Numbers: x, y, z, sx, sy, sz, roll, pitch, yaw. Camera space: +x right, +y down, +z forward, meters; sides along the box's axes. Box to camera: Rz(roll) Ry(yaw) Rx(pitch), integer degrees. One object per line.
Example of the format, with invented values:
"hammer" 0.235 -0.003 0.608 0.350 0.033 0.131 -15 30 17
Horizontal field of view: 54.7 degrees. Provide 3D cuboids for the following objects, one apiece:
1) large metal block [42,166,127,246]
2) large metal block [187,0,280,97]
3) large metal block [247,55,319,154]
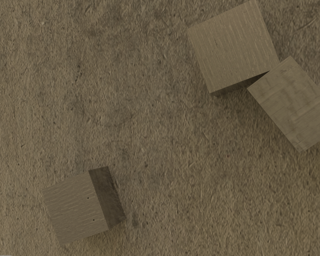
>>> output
"large metal block" -0.105 0.107 0.433 0.080 0.050 0.080 -24 82 18
"large metal block" 0.088 -0.090 0.365 0.080 0.050 0.080 -20 83 19
"large metal block" 0.141 -0.023 0.330 0.050 0.080 0.080 -39 78 16
